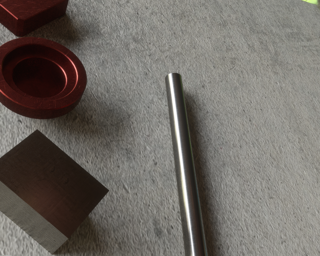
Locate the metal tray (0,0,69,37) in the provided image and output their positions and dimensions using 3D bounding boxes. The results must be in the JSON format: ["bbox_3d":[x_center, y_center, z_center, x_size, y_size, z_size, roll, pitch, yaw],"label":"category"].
[{"bbox_3d":[-0.200,-0.189,0.408,0.130,0.030,0.090,40,51,-1],"label":"metal tray"}]

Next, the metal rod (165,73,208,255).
[{"bbox_3d":[0.032,0.056,0.388,0.025,0.025,0.299,9,58,-24],"label":"metal rod"}]

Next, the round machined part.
[{"bbox_3d":[-0.137,-0.052,0.351,0.099,0.042,0.098,14,56,-21],"label":"round machined part"}]

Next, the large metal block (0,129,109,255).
[{"bbox_3d":[-0.103,0.060,0.277,0.080,0.080,0.050,41,51,-1],"label":"large metal block"}]
